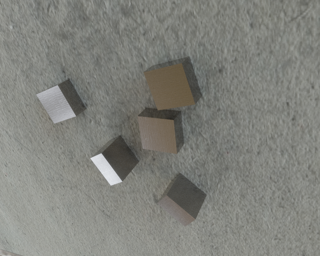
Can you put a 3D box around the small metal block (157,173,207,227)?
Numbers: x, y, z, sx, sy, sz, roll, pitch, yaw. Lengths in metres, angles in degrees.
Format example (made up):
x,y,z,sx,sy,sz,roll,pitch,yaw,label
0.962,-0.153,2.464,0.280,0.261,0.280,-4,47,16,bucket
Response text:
x,y,z,sx,sy,sz,roll,pitch,yaw,label
0.032,0.100,0.434,0.050,0.050,0.025,40,129,0,small metal block

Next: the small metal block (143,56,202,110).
x,y,z,sx,sy,sz,roll,pitch,yaw,label
0.016,-0.052,0.366,0.050,0.025,0.050,-7,115,31,small metal block

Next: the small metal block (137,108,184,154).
x,y,z,sx,sy,sz,roll,pitch,yaw,label
0.002,0.003,0.407,0.050,0.025,0.050,7,122,24,small metal block

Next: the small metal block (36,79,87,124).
x,y,z,sx,sy,sz,roll,pitch,yaw,label
-0.145,-0.039,0.457,0.050,0.025,0.050,-14,111,33,small metal block

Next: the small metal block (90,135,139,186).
x,y,z,sx,sy,sz,roll,pitch,yaw,label
-0.065,0.047,0.452,0.025,0.050,0.050,-24,105,36,small metal block
